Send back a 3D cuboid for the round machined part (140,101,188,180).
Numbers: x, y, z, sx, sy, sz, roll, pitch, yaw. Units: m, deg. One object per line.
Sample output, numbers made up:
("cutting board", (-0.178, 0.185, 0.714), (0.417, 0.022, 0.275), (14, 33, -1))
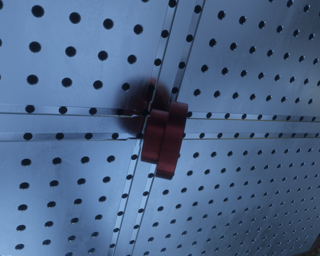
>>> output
("round machined part", (0.003, 0.013, 0.387), (0.042, 0.098, 0.097), (13, 116, 1))
